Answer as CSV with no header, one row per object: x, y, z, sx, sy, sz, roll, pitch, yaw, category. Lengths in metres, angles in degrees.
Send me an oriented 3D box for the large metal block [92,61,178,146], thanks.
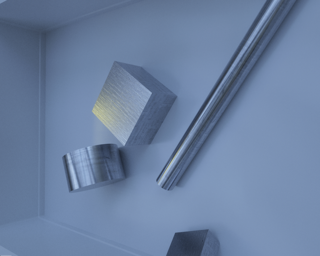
-0.036,-0.032,0.418,0.080,0.050,0.080,43,116,31,large metal block

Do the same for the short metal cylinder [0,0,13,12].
-0.366,-0.297,0.671,0.080,0.081,0.050,-26,74,36,short metal cylinder

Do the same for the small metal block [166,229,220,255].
0.035,0.148,0.357,0.050,0.050,0.025,-21,115,38,small metal block

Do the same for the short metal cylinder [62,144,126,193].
-0.095,0.059,0.447,0.080,0.081,0.050,-25,75,37,short metal cylinder

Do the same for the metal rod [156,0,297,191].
0.075,-0.048,0.343,0.025,0.025,0.298,44,116,31,metal rod
